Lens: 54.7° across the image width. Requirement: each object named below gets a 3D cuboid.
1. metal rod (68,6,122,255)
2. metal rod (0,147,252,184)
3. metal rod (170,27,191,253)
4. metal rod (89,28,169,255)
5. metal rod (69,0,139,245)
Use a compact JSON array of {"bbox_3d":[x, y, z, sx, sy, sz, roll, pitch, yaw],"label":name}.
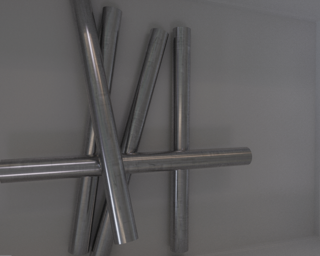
[{"bbox_3d":[-0.079,0.001,0.381,0.025,0.025,0.298,8,87,-20],"label":"metal rod"},{"bbox_3d":[-0.023,0.042,0.374,0.302,0.025,0.025,-1,91,-20],"label":"metal rod"},{"bbox_3d":[0.028,0.015,0.420,0.025,0.025,0.298,1,90,-20],"label":"metal rod"},{"bbox_3d":[-0.038,0.018,0.396,0.025,0.025,0.299,16,84,-19],"label":"metal rod"},{"bbox_3d":[-0.067,-0.026,0.348,0.025,0.025,0.299,-9,79,-20],"label":"metal rod"}]
